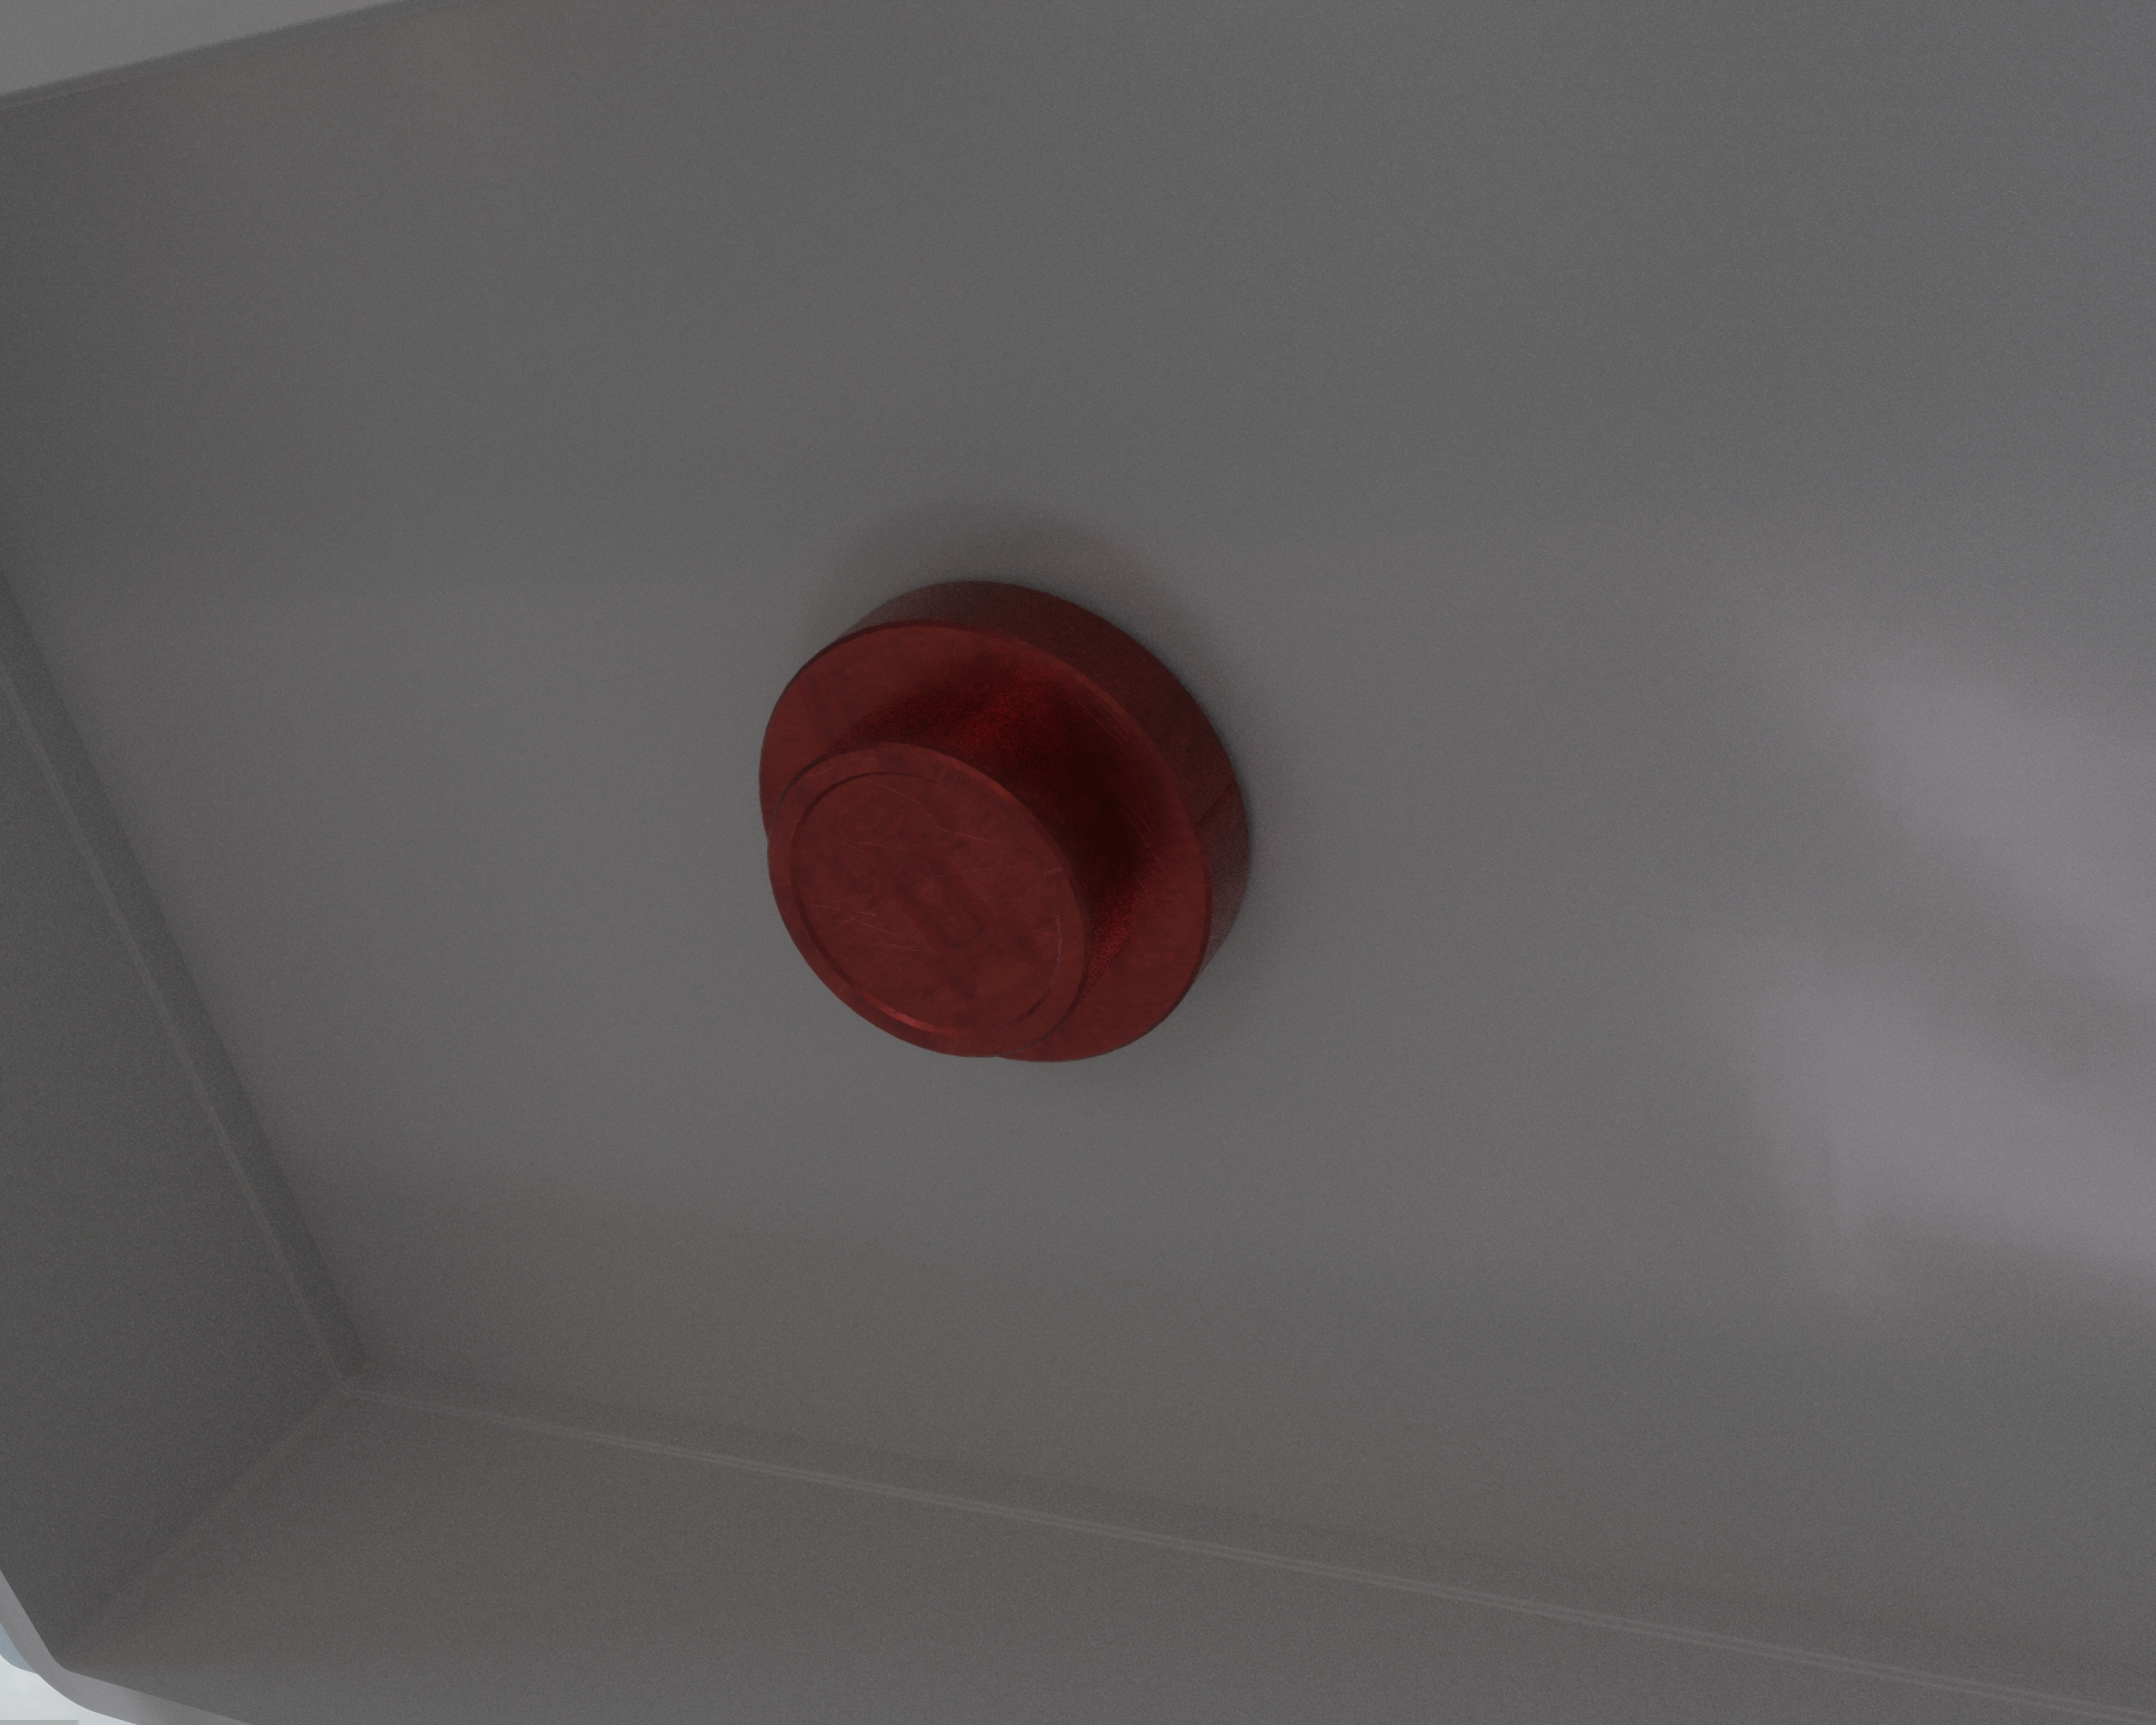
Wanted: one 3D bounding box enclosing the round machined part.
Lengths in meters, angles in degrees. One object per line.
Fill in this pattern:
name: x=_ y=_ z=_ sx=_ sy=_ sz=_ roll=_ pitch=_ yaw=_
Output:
round machined part: x=-0.020 y=-0.001 z=0.404 sx=0.098 sy=0.042 sz=0.097 roll=13 pitch=124 yaw=21
